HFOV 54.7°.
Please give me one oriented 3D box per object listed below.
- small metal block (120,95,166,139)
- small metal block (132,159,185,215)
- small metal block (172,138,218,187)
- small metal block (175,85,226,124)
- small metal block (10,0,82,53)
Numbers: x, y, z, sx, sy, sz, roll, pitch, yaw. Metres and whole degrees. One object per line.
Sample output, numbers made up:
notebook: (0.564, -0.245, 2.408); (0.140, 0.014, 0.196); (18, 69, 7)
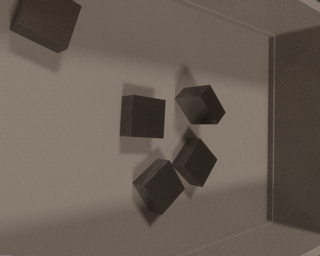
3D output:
small metal block: (-0.021, -0.013, 0.391); (0.050, 0.025, 0.050); (5, 87, -40)
small metal block: (-0.001, 0.076, 0.408); (0.050, 0.025, 0.050); (-42, 116, -32)
small metal block: (0.051, 0.050, 0.452); (0.050, 0.025, 0.050); (49, 61, -29)
small metal block: (0.057, -0.032, 0.441); (0.025, 0.050, 0.050); (-51, 120, -28)
small metal block: (-0.114, -0.111, 0.312); (0.050, 0.025, 0.050); (23, 76, -38)
